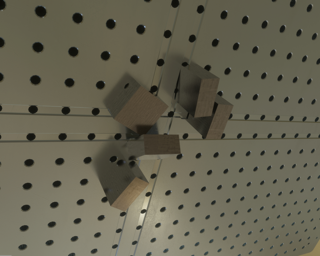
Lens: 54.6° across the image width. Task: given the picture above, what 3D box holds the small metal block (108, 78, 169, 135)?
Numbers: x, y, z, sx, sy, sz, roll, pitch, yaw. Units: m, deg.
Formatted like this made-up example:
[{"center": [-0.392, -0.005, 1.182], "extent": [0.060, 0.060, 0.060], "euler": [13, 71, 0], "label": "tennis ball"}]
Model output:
[{"center": [-0.026, -0.024, 0.381], "extent": [0.050, 0.025, 0.050], "euler": [34, 99, -39], "label": "small metal block"}]

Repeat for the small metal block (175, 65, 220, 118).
[{"center": [0.046, -0.047, 0.390], "extent": [0.025, 0.050, 0.050], "euler": [-6, 121, -25], "label": "small metal block"}]

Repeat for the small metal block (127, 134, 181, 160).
[{"center": [-0.009, 0.026, 0.403], "extent": [0.050, 0.050, 0.025], "euler": [1, 77, -29], "label": "small metal block"}]

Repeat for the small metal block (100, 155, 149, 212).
[{"center": [-0.048, 0.073, 0.413], "extent": [0.050, 0.050, 0.025], "euler": [-50, 129, 7], "label": "small metal block"}]

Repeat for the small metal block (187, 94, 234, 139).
[{"center": [0.066, -0.019, 0.419], "extent": [0.025, 0.050, 0.050], "euler": [2, 117, -29], "label": "small metal block"}]
